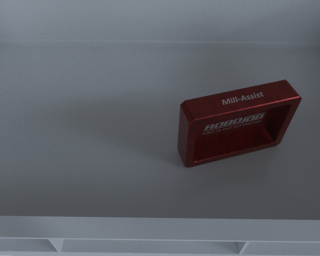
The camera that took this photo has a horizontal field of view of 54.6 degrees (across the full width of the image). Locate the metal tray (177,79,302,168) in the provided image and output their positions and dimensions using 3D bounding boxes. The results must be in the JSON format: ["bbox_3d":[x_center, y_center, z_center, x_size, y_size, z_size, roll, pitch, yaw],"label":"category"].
[{"bbox_3d":[0.089,-0.003,0.366,0.131,0.090,0.030,-13,51,-10],"label":"metal tray"}]
